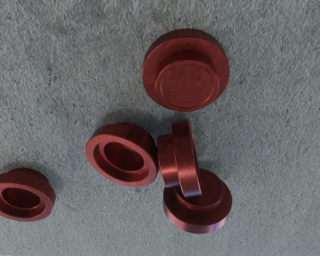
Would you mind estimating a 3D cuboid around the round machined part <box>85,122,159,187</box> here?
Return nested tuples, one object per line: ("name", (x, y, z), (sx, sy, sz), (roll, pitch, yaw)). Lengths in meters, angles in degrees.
("round machined part", (-0.044, 0.031, 0.410), (0.098, 0.042, 0.097), (12, 135, 13))

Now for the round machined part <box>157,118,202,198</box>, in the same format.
("round machined part", (0.024, 0.039, 0.393), (0.042, 0.098, 0.098), (-10, 130, 8))

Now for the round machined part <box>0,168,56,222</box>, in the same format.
("round machined part", (-0.211, 0.099, 0.479), (0.099, 0.042, 0.097), (0, 130, 0))

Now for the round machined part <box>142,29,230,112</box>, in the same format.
("round machined part", (0.029, -0.057, 0.348), (0.099, 0.042, 0.097), (0, 130, 0))

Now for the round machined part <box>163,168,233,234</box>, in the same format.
("round machined part", (0.054, 0.096, 0.441), (0.099, 0.098, 0.042), (1, 130, -1))
